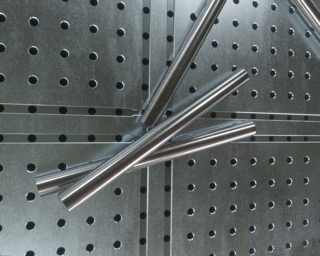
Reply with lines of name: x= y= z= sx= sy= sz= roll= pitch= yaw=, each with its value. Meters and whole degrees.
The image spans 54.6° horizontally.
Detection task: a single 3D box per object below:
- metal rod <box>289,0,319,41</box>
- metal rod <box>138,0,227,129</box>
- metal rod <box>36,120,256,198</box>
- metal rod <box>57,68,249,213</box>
metal rod: x=0.198 y=-0.230 z=0.484 sx=0.300 sy=0.025 sz=0.025 roll=44 pitch=76 yaw=-15
metal rod: x=0.053 y=-0.132 z=0.431 sx=0.025 sy=0.025 sz=0.300 roll=32 pitch=80 yaw=-17
metal rod: x=-0.003 y=0.035 z=0.411 sx=0.302 sy=0.025 sz=0.025 roll=-14 pitch=95 yaw=-20
metal rod: x=0.008 y=0.003 z=0.397 sx=0.302 sy=0.025 sz=0.025 roll=-35 pitch=102 yaw=-23
